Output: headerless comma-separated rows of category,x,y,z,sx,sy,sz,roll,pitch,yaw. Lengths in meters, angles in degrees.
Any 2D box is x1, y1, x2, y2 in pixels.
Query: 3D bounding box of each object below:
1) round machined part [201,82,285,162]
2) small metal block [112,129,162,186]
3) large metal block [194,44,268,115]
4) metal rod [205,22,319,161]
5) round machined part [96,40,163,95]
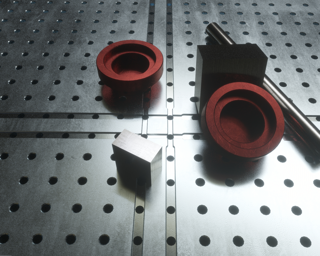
round machined part,0.099,-0.005,0.387,0.099,0.042,0.098,2,71,-7
small metal block,-0.026,0.035,0.362,0.050,0.050,0.025,24,54,19
large metal block,0.092,-0.067,0.422,0.081,0.079,0.050,-2,35,-2
metal rod,0.150,-0.073,0.469,0.025,0.025,0.300,-17,52,-14
round machined part,-0.044,-0.088,0.470,0.099,0.042,0.098,0,50,0
